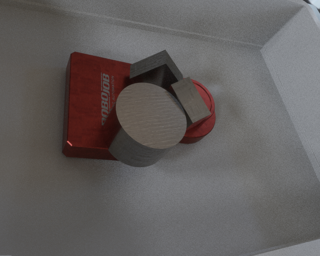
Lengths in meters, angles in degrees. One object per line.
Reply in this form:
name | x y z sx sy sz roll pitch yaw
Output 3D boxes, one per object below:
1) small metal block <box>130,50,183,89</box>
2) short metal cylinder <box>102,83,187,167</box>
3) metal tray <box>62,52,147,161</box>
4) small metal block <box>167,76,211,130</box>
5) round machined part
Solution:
small metal block | -0.003 -0.065 0.394 0.050 0.050 0.025 47 32 -46
short metal cylinder | -0.018 -0.003 0.342 0.081 0.050 0.080 14 56 -21
metal tray | -0.068 -0.027 0.378 0.091 0.030 0.130 8 58 -25
small metal block | 0.030 -0.026 0.371 0.025 0.050 0.050 -27 83 -18
round machined part | 0.037 -0.031 0.432 0.099 0.042 0.098 14 56 -21
